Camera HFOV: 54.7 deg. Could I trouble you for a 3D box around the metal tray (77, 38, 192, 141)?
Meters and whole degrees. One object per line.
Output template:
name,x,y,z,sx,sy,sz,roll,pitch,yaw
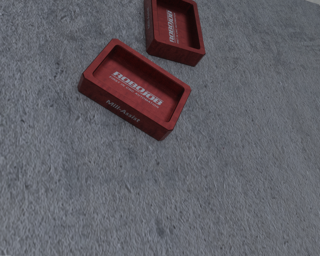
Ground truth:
metal tray,-0.030,-0.053,0.416,0.130,0.030,0.090,32,51,-7

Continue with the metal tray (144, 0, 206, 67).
metal tray,0.022,-0.170,0.515,0.091,0.030,0.130,10,57,-23
